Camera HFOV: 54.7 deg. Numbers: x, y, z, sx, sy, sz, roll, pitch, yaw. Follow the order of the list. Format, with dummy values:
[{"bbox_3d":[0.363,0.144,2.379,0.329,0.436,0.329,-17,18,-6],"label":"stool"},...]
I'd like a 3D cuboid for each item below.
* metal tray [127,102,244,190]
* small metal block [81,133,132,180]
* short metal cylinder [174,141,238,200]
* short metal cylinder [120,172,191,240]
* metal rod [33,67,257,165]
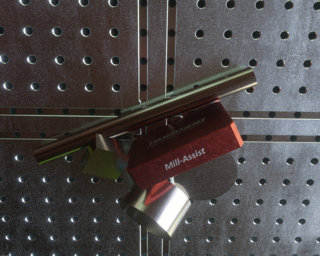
[{"bbox_3d":[0.027,0.018,0.382,0.130,0.090,0.030,-25,108,9],"label":"metal tray"},{"bbox_3d":[-0.071,0.039,0.410,0.050,0.025,0.050,18,126,-27],"label":"small metal block"},{"bbox_3d":[0.056,0.048,0.409,0.081,0.050,0.079,-2,119,-4],"label":"short metal cylinder"},{"bbox_3d":[-0.006,0.103,0.411,0.080,0.080,0.050,45,63,-15],"label":"short metal cylinder"},{"bbox_3d":[-0.024,-0.013,0.404,0.301,0.025,0.025,-20,109,7],"label":"metal rod"}]
